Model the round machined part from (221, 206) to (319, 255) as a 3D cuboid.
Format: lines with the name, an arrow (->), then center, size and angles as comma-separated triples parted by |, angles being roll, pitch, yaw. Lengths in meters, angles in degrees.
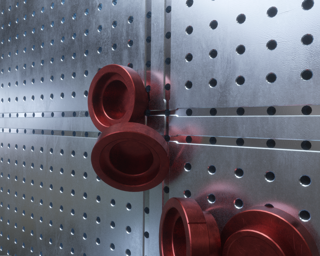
round machined part -> 0.103, 0.132, 0.312 | 0.098, 0.042, 0.097 | 0, 90, 39

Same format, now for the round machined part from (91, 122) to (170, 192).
round machined part -> -0.036, 0.033, 0.403 | 0.098, 0.098, 0.042 | -50, 17, 28

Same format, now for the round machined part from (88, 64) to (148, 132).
round machined part -> -0.056, -0.039, 0.442 | 0.098, 0.042, 0.097 | 0, 90, 39

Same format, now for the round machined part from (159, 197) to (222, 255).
round machined part -> 0.034, 0.128, 0.350 | 0.098, 0.042, 0.097 | -174, 89, -72
